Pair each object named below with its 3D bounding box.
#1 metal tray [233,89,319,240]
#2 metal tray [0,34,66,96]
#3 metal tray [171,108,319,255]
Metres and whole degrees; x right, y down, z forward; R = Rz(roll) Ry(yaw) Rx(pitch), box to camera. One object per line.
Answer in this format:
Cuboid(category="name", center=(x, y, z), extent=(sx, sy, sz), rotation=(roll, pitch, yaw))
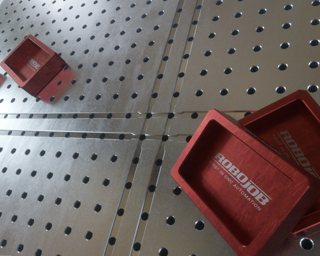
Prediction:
Cuboid(category="metal tray", center=(0.139, 0.032, 0.312), extent=(0.090, 0.030, 0.130), rotation=(-28, 52, 10))
Cuboid(category="metal tray", center=(-0.254, -0.127, 0.612), extent=(0.090, 0.030, 0.130), rotation=(-49, 52, -6))
Cuboid(category="metal tray", center=(0.074, 0.050, 0.303), extent=(0.090, 0.030, 0.130), rotation=(-59, 42, 13))
